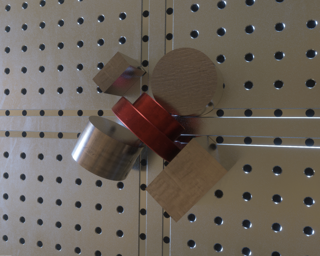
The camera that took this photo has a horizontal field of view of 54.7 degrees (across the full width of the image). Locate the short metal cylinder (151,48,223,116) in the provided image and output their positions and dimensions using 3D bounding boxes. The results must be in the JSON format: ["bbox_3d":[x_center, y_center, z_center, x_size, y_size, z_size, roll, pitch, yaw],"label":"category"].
[{"bbox_3d":[0.035,-0.054,0.386,0.080,0.050,0.079,0,90,19],"label":"short metal cylinder"}]

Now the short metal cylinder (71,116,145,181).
[{"bbox_3d":[-0.067,0.025,0.405,0.080,0.080,0.050,33,101,16],"label":"short metal cylinder"}]

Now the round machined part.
[{"bbox_3d":[-0.008,-0.006,0.376,0.098,0.098,0.042,43,91,14],"label":"round machined part"}]

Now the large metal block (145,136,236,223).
[{"bbox_3d":[0.040,0.056,0.369,0.050,0.080,0.080,45,104,14],"label":"large metal block"}]

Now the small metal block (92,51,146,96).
[{"bbox_3d":[-0.054,-0.071,0.417,0.050,0.050,0.025,-44,77,14],"label":"small metal block"}]
